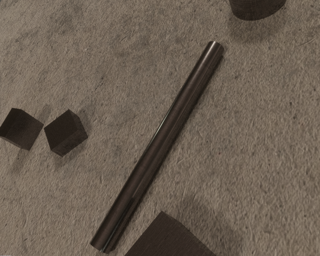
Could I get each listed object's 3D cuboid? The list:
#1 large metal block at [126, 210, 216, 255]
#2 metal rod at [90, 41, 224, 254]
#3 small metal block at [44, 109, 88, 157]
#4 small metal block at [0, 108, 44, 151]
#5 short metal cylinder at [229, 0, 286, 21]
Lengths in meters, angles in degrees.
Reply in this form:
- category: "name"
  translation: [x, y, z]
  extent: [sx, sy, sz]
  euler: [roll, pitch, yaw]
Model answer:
- category: "large metal block"
  translation: [0.012, 0.141, 0.294]
  extent: [0.080, 0.050, 0.080]
  euler: [35, 81, 38]
- category: "metal rod"
  translation: [0.004, 0.013, 0.392]
  extent: [0.025, 0.025, 0.300]
  euler: [20, 72, 35]
- category: "small metal block"
  translation: [-0.144, 0.007, 0.473]
  extent: [0.050, 0.025, 0.050]
  euler: [-37, 51, 3]
- category: "small metal block"
  translation: [-0.226, 0.002, 0.502]
  extent: [0.025, 0.050, 0.050]
  euler: [9, 66, 32]
- category: "short metal cylinder"
  translation: [0.136, -0.200, 0.439]
  extent: [0.080, 0.050, 0.080]
  euler: [-13, 56, 20]
